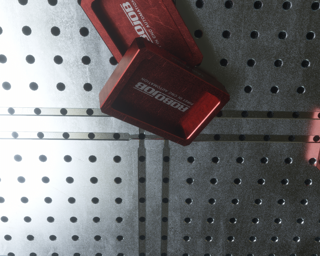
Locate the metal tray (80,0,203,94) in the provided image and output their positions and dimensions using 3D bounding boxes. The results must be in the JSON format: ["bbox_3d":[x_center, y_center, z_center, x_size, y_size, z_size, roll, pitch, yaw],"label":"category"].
[{"bbox_3d":[-0.019,-0.115,0.367,0.090,0.030,0.130,-30,108,10],"label":"metal tray"}]

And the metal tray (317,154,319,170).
[{"bbox_3d":[0.294,0.025,0.424,0.131,0.030,0.089,1,110,-1],"label":"metal tray"}]

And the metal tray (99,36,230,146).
[{"bbox_3d":[0.006,-0.037,0.368,0.131,0.030,0.090,23,119,-29],"label":"metal tray"}]
